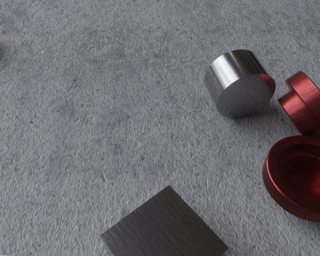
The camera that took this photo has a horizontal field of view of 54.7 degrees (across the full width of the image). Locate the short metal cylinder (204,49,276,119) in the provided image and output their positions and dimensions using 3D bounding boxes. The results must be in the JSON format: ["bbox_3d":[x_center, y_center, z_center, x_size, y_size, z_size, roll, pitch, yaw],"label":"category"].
[{"bbox_3d":[0.106,-0.058,0.418,0.081,0.080,0.050,-10,51,-9],"label":"short metal cylinder"}]

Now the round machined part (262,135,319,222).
[{"bbox_3d":[0.164,0.059,0.345,0.099,0.042,0.098,0,50,0],"label":"round machined part"}]

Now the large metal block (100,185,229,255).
[{"bbox_3d":[0.003,0.115,0.290,0.081,0.050,0.080,-32,57,-24],"label":"large metal block"}]

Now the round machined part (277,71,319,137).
[{"bbox_3d":[0.185,-0.020,0.388,0.042,0.098,0.098,-35,49,19],"label":"round machined part"}]
